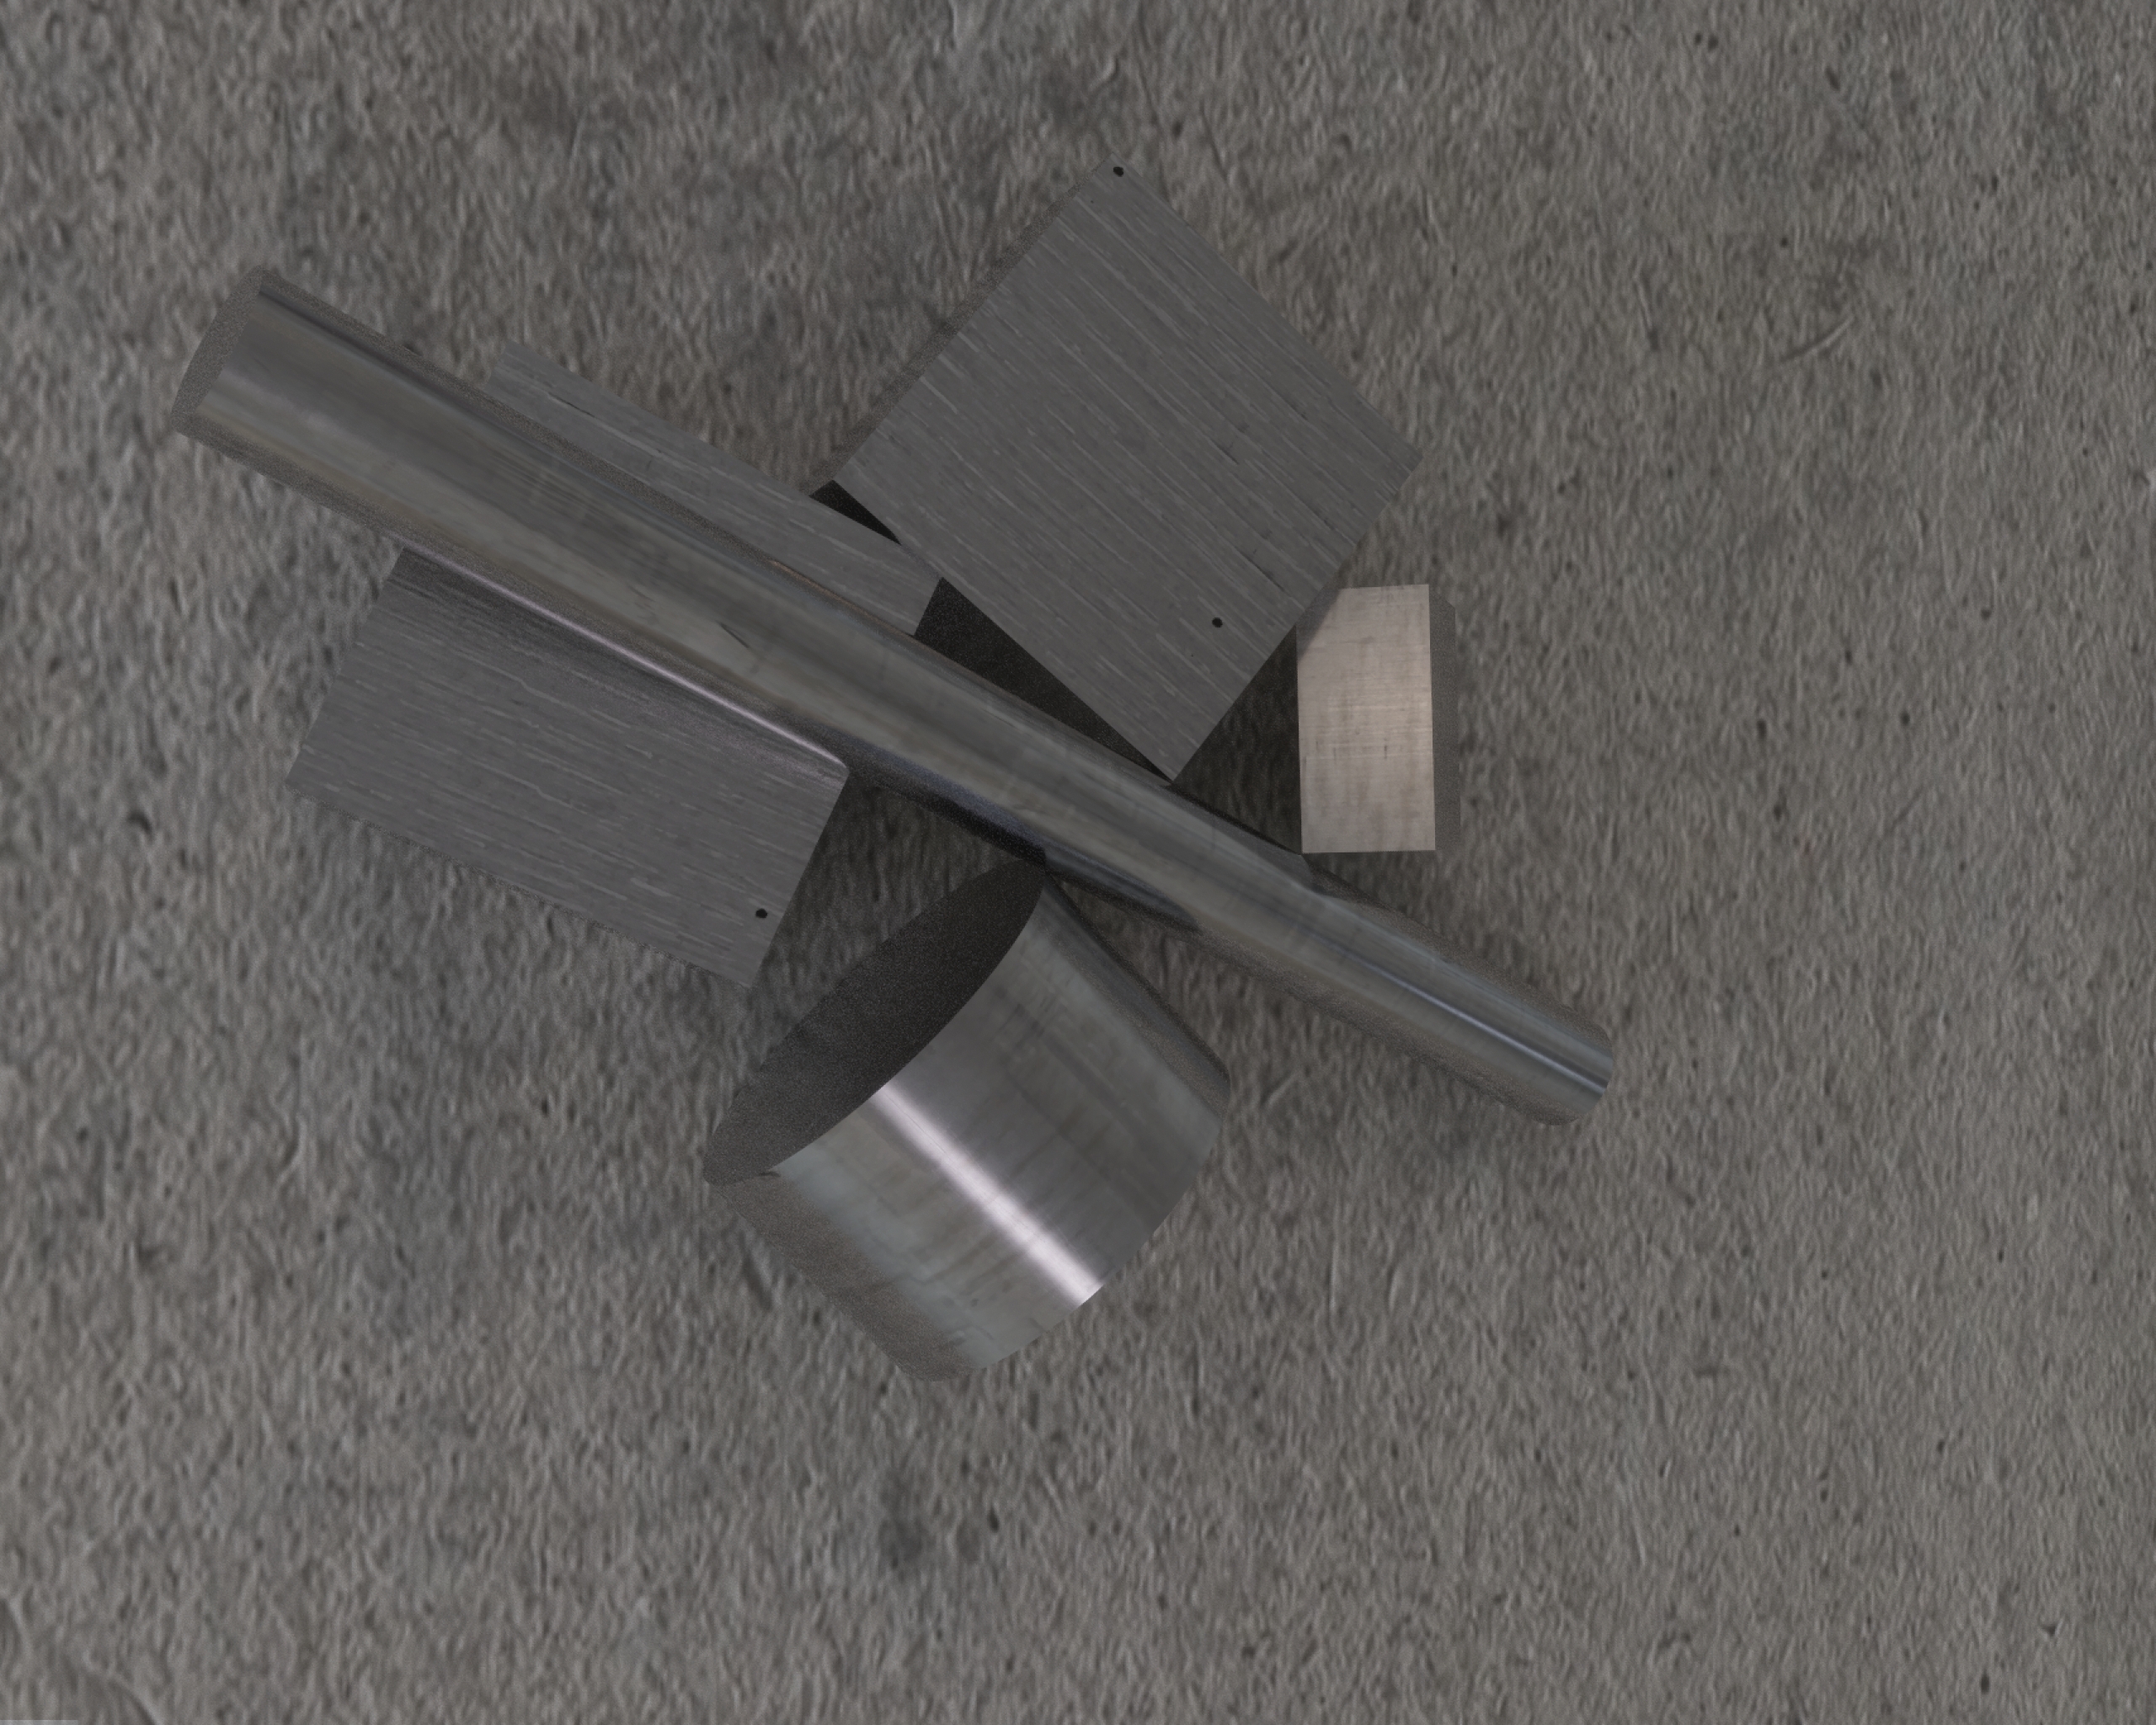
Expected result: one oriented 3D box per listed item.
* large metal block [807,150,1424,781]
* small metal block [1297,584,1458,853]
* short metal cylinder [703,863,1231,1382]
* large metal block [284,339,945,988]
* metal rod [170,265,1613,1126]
[{"bbox_3d":[0.003,-0.071,0.396,0.080,0.050,0.080,41,77,-16],"label":"large metal block"},{"bbox_3d":[0.061,-0.028,0.417,0.025,0.050,0.050,-1,91,16],"label":"small metal block"},{"bbox_3d":[-0.020,0.045,0.373,0.080,0.080,0.050,-46,105,-14],"label":"short metal cylinder"},{"bbox_3d":[-0.082,-0.032,0.367,0.080,0.050,0.080,26,81,-18],"label":"large metal block"},{"bbox_3d":[-0.005,-0.012,0.365,0.301,0.025,0.025,27,81,-35],"label":"metal rod"}]
